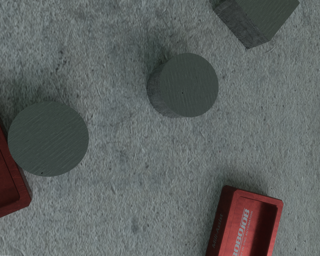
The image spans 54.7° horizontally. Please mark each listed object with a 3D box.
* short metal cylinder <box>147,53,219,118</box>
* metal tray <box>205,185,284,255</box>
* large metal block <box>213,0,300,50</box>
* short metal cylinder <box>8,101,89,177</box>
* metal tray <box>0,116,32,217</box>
[{"bbox_3d":[0.029,-0.053,0.406,0.081,0.050,0.079,0,90,-20],"label":"short metal cylinder"},{"bbox_3d":[0.122,0.157,0.451,0.091,0.030,0.129,17,84,-19],"label":"metal tray"},{"bbox_3d":[0.138,-0.175,0.446,0.080,0.050,0.080,43,76,-15],"label":"large metal block"},{"bbox_3d":[-0.125,0.011,0.350,0.081,0.050,0.079,0,90,-20],"label":"short metal cylinder"},{"bbox_3d":[-0.205,0.038,0.330,0.091,0.030,0.129,-22,97,-19],"label":"metal tray"}]
